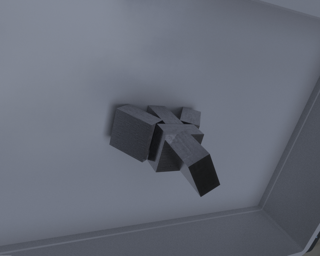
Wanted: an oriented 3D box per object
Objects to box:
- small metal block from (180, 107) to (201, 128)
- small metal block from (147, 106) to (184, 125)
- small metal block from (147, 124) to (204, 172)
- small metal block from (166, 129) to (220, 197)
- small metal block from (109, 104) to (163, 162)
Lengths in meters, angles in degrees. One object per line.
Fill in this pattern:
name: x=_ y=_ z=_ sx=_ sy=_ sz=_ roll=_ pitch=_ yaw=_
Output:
small metal block: x=0.034 y=0.006 z=0.410 sx=0.025 sy=0.050 sz=0.050 roll=16 pitch=115 yaw=2
small metal block: x=0.001 y=0.005 z=0.393 sx=0.025 sy=0.050 sz=0.050 roll=1 pitch=118 yaw=-29
small metal block: x=0.018 y=0.023 z=0.364 sx=0.050 sy=0.025 sz=0.050 roll=1 pitch=118 yaw=-29
small metal block: x=0.036 y=0.037 z=0.335 sx=0.025 sy=0.050 sz=0.050 roll=-31 pitch=128 yaw=-8
small metal block: x=-0.030 y=0.006 z=0.374 sx=0.025 sy=0.050 sz=0.050 roll=-27 pitch=138 yaw=-56
